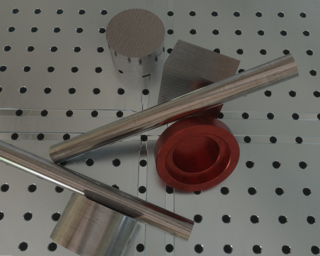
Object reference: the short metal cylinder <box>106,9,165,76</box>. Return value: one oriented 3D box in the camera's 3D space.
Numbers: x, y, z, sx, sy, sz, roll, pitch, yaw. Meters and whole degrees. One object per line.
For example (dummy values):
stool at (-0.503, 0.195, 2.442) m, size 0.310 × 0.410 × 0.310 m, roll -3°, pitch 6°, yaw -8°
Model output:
short metal cylinder at (-0.033, -0.121, 0.442) m, size 0.081 × 0.050 × 0.080 m, roll 0°, pitch 70°, yaw 0°

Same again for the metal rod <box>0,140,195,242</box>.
metal rod at (-0.103, 0.069, 0.385) m, size 0.301 × 0.025 × 0.025 m, roll 21°, pitch 71°, yaw 7°

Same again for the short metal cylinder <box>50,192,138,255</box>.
short metal cylinder at (-0.071, 0.111, 0.341) m, size 0.080 × 0.080 × 0.050 m, roll 23°, pitch 72°, yaw 8°

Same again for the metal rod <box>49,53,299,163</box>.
metal rod at (0.001, -0.015, 0.357) m, size 0.300 × 0.025 × 0.025 m, roll -20°, pitch 70°, yaw 17°

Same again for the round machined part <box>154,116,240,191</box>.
round machined part at (0.042, 0.027, 0.374) m, size 0.099 × 0.097 × 0.042 m, roll -9°, pitch 34°, yaw -3°

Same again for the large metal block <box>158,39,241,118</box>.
large metal block at (0.047, -0.055, 0.397) m, size 0.080 × 0.080 × 0.050 m, roll 21°, pitch 55°, yaw 7°
